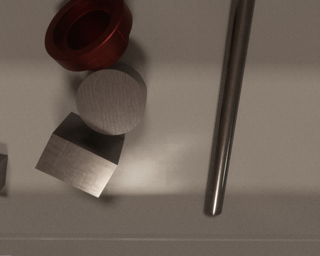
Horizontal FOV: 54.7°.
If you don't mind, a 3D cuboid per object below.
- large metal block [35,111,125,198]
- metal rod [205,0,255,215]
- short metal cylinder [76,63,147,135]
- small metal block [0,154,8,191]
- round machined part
[{"bbox_3d":[-0.096,0.030,0.392,0.080,0.080,0.050,28,108,-10],"label":"large metal block"},{"bbox_3d":[0.088,-0.018,0.405,0.025,0.025,0.298,3,110,-2],"label":"metal rod"},{"bbox_3d":[-0.057,-0.037,0.384,0.081,0.050,0.079,0,110,-1],"label":"short metal cylinder"},{"bbox_3d":[-0.244,0.059,0.430,0.050,0.025,0.050,13,110,-5],"label":"small metal block"},{"bbox_3d":[-0.074,-0.103,0.344,0.098,0.098,0.042,-28,146,9],"label":"round machined part"}]
